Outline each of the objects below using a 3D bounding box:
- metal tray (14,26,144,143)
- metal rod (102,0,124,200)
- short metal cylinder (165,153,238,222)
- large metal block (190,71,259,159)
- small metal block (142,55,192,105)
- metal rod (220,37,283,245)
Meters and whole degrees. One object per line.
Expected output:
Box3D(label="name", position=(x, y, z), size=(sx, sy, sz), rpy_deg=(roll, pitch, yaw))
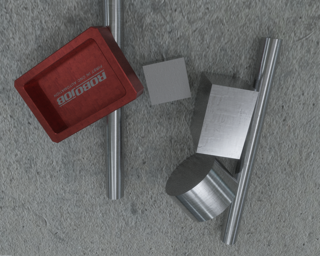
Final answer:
Box3D(label="metal tray", position=(-0.097, -0.049, 0.368), size=(0.130, 0.030, 0.090), rpy_deg=(-27, 101, 20))
Box3D(label="metal rod", position=(-0.058, -0.044, 0.392), size=(0.025, 0.025, 0.298), rpy_deg=(2, 110, -1))
Box3D(label="short metal cylinder", position=(0.054, 0.075, 0.409), size=(0.080, 0.080, 0.050), rpy_deg=(-37, 106, 12))
Box3D(label="large metal block", position=(0.072, -0.019, 0.375), size=(0.050, 0.080, 0.079), rpy_deg=(9, 110, -4))
Box3D(label="small metal block", position=(0.009, -0.060, 0.388), size=(0.050, 0.025, 0.050), rpy_deg=(-12, 110, 4))
Box3D(label="metal rod", position=(0.120, 0.031, 0.422), size=(0.025, 0.025, 0.298), rpy_deg=(5, 110, -3))
